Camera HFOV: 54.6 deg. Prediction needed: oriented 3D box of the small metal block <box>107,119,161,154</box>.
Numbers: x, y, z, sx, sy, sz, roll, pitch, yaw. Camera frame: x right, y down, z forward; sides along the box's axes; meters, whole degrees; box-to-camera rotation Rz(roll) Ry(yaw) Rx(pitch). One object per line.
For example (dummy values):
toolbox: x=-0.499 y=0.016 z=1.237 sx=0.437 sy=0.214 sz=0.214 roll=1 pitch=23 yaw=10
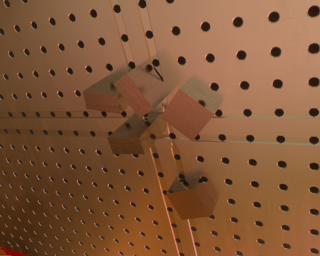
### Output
small metal block: x=-0.034 y=0.011 z=0.421 sx=0.050 sy=0.050 sz=0.025 roll=-2 pitch=117 yaw=29

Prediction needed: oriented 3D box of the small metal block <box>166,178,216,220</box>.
small metal block: x=0.045 y=0.104 z=0.452 sx=0.050 sy=0.025 sz=0.050 roll=-19 pitch=108 yaw=35

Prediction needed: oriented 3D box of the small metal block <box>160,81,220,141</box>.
small metal block: x=0.036 y=-0.020 z=0.380 sx=0.050 sy=0.025 sz=0.050 roll=37 pitch=129 yaw=3

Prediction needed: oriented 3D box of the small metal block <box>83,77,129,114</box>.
small metal block: x=-0.062 y=-0.043 z=0.402 sx=0.050 sy=0.050 sz=0.025 roll=9 pitch=122 yaw=23

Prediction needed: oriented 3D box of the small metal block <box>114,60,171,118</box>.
small metal block: x=-0.020 y=-0.048 z=0.376 sx=0.025 sy=0.050 sz=0.050 roll=-30 pitch=102 yaw=38
